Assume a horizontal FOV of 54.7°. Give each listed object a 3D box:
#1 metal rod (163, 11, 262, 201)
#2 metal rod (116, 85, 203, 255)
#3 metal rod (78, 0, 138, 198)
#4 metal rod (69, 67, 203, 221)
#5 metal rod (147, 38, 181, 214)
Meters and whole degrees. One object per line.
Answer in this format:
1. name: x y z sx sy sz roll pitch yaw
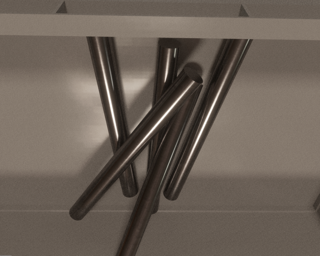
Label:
1. metal rod: 0.055 -0.003 0.407 0.025 0.025 0.298 11 129 -10
2. metal rod: -0.012 0.080 0.402 0.025 0.025 0.298 17 105 -14
3. metal rod: -0.057 -0.012 0.397 0.025 0.025 0.298 -3 130 2
4. metal rod: -0.047 0.039 0.407 0.025 0.025 0.298 27 125 -21
5. metal rod: -0.002 0.022 0.428 0.025 0.025 0.298 3 130 -4
